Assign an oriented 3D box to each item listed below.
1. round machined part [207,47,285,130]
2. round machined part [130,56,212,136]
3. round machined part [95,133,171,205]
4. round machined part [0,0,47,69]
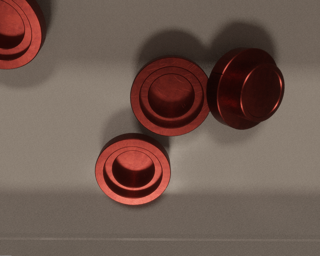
[{"bbox_3d":[0.107,-0.044,0.366,0.099,0.042,0.097,-10,110,-27],"label":"round machined part"},{"bbox_3d":[0.014,-0.042,0.387,0.099,0.042,0.097,0,110,-1],"label":"round machined part"},{"bbox_3d":[-0.035,0.052,0.421,0.099,0.042,0.097,0,110,-1],"label":"round machined part"},{"bbox_3d":[-0.178,-0.119,0.347,0.099,0.042,0.097,-3,126,-3],"label":"round machined part"}]
